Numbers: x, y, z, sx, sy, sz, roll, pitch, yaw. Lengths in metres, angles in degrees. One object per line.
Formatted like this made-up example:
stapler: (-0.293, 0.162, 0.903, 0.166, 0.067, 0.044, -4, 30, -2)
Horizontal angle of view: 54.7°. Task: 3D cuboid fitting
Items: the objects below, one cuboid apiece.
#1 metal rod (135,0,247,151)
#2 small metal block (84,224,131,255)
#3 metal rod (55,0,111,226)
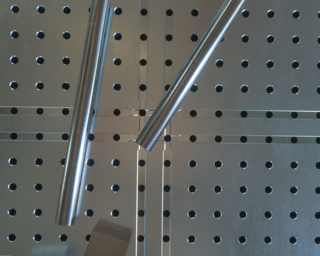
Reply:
metal rod: (0.058, -0.102, 0.414, 0.025, 0.025, 0.299, 32, 90, -1)
small metal block: (-0.071, 0.163, 0.413, 0.050, 0.025, 0.050, 19, 90, -1)
metal rod: (-0.102, -0.021, 0.412, 0.025, 0.025, 0.298, 9, 90, -1)
